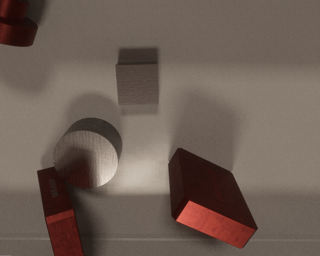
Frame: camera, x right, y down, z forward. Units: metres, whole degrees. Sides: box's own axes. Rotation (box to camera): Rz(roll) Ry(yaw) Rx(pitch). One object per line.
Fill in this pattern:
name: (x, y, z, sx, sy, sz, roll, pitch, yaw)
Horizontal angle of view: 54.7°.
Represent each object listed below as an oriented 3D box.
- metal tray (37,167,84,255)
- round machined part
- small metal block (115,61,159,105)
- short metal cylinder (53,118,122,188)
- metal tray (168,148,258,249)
metal tray: (-0.127, 0.115, 0.395, 0.030, 0.130, 0.089, -13, 112, -21)
round machined part: (-0.178, -0.126, 0.323, 0.099, 0.098, 0.042, 23, 108, -9)
small metal block: (-0.027, -0.057, 0.390, 0.050, 0.025, 0.050, -2, 110, 0)
short metal cylinder: (-0.093, 0.032, 0.408, 0.081, 0.050, 0.079, 0, 110, -1)
metal tray: (0.058, 0.080, 0.386, 0.090, 0.130, 0.030, 26, 108, -10)
